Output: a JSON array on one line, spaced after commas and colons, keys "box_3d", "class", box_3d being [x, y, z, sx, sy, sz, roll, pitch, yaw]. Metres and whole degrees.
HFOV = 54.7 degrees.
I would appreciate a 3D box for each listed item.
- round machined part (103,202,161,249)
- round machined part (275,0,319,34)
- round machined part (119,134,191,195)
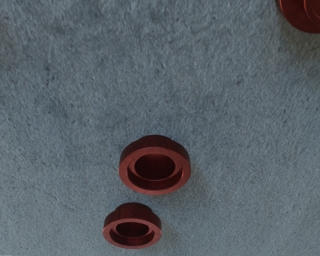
[{"box_3d": [-0.047, 0.166, 0.537, 0.099, 0.042, 0.097, -1, 130, 0], "class": "round machined part"}, {"box_3d": [0.161, -0.133, 0.285, 0.099, 0.042, 0.097, -1, 130, 0], "class": "round machined part"}, {"box_3d": [-0.007, 0.048, 0.437, 0.099, 0.042, 0.097, -1, 130, 0], "class": "round machined part"}]
